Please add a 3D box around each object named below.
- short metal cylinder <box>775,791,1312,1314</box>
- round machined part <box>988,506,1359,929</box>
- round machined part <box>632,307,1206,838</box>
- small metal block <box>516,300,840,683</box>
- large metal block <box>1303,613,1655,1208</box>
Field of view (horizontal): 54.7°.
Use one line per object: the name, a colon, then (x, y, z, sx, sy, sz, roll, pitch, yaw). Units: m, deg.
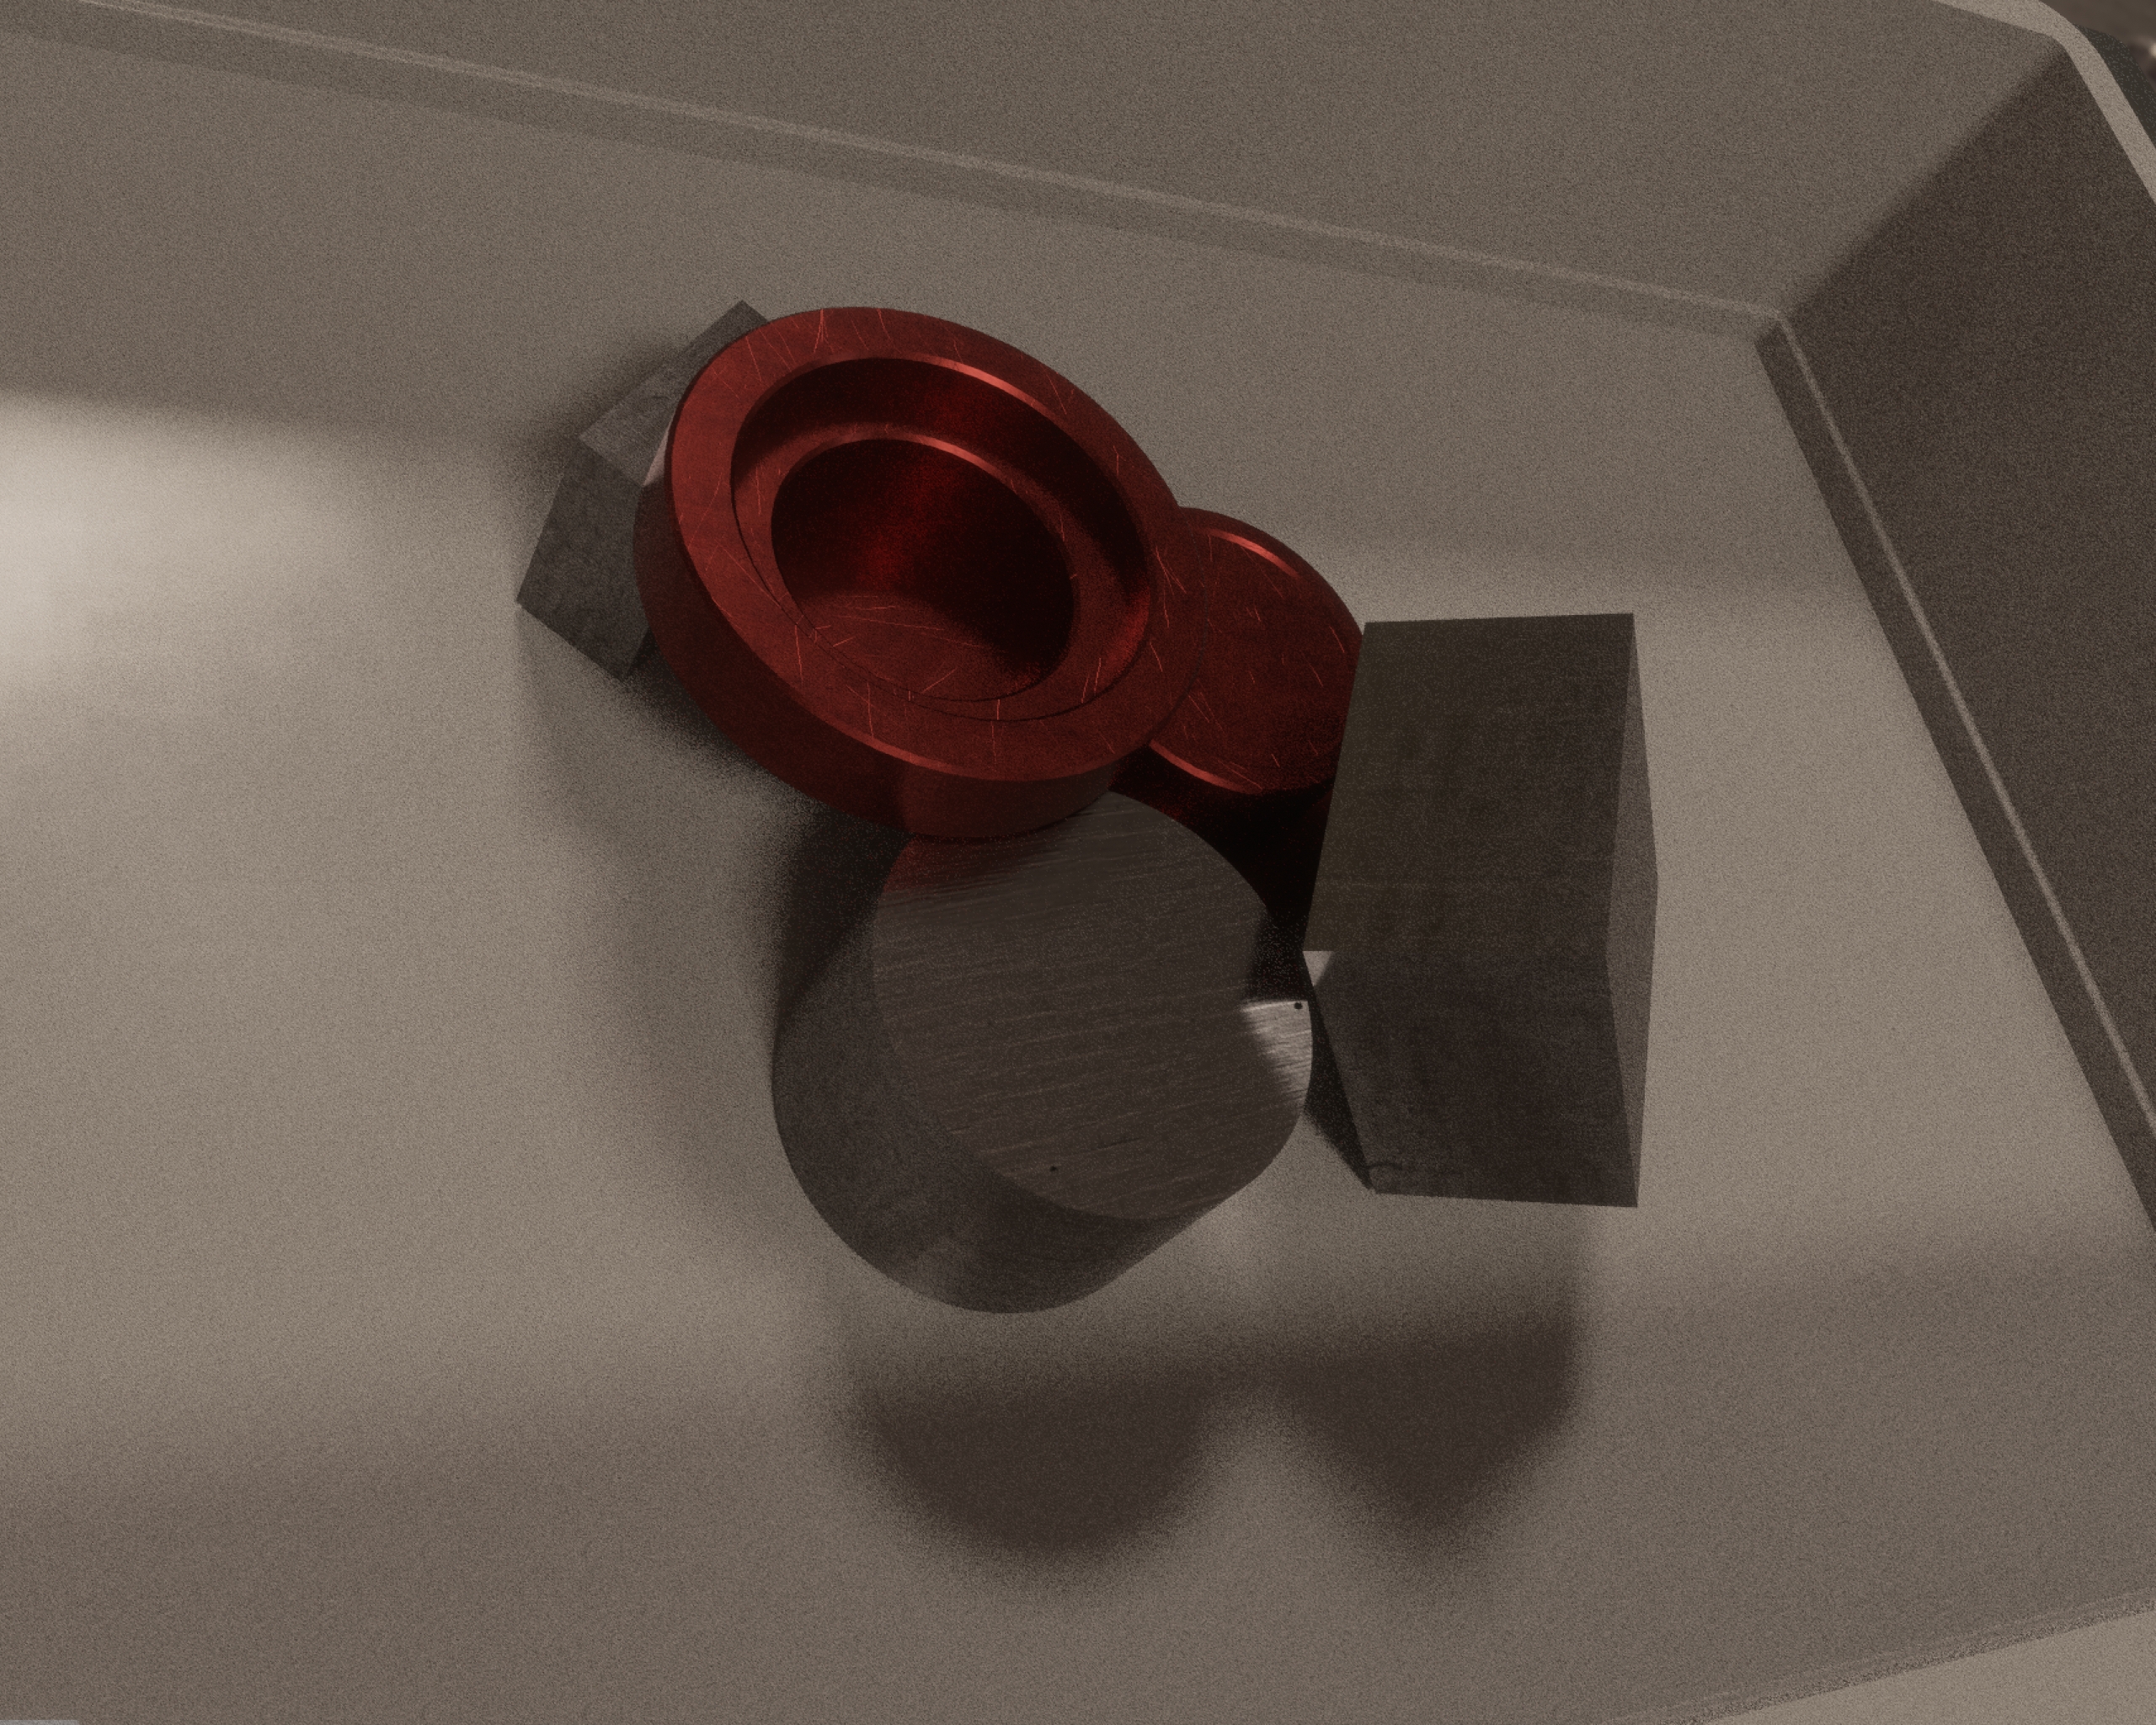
short metal cylinder: (-0.007, 0.033, 0.365, 0.081, 0.050, 0.080, 14, 56, -21)
round machined part: (0.021, -0.033, 0.424, 0.099, 0.042, 0.098, 14, 56, -21)
round machined part: (-0.030, -0.047, 0.369, 0.099, 0.042, 0.098, 14, 56, -21)
small metal block: (-0.074, -0.069, 0.390, 0.025, 0.050, 0.050, 38, 51, -3)
large metal block: (0.081, 0.010, 0.399, 0.050, 0.080, 0.080, 0, 50, 20)
